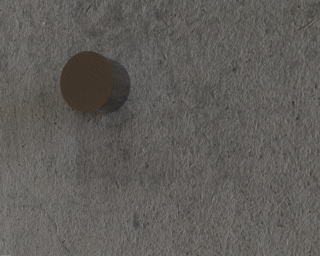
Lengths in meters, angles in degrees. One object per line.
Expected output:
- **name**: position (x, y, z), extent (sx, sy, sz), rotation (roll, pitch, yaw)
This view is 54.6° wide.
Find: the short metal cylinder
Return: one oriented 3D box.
- **short metal cylinder**: position (-0.088, -0.061, 0.427), extent (0.080, 0.050, 0.080), rotation (0, 90, 20)
